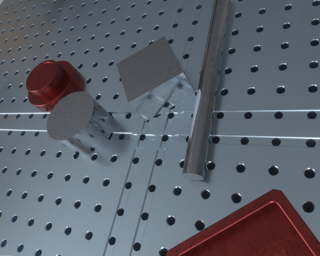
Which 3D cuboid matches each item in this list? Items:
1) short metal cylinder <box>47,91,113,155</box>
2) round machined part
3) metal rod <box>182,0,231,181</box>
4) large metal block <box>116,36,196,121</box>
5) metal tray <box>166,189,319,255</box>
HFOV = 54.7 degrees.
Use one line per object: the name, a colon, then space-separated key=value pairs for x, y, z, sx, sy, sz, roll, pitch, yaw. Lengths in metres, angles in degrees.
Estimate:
short metal cylinder: x=-0.117 y=-0.007 z=0.456 sx=0.080 sy=0.050 sz=0.080 roll=-13 pitch=56 yaw=20
round machined part: x=-0.195 y=-0.081 z=0.546 sx=0.098 sy=0.042 sz=0.098 roll=-13 pitch=56 yaw=20
metal rod: x=0.068 y=-0.076 z=0.417 sx=0.025 sy=0.025 sz=0.300 roll=-1 pitch=61 yaw=27
large metal block: x=-0.007 y=-0.069 z=0.437 sx=0.080 sy=0.050 sz=0.080 roll=-28 pitch=52 yaw=10
metal tray: x=0.080 y=0.128 z=0.284 sx=0.130 sy=0.030 sz=0.090 roll=-33 pitch=52 yaw=6
